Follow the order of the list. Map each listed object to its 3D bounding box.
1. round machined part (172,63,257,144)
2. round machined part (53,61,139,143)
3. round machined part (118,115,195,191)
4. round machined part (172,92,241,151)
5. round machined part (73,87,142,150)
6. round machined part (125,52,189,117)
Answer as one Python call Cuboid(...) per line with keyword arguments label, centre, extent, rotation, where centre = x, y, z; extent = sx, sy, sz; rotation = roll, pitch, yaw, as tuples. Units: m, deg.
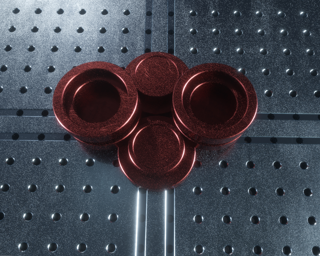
Cuboid(label="round machined part", centre=(0.064, -0.026, 0.378), extent=(0.099, 0.042, 0.098), rotation=(0, 70, 0))
Cuboid(label="round machined part", centre=(-0.075, -0.028, 0.378), extent=(0.099, 0.042, 0.098), rotation=(0, 70, 0))
Cuboid(label="round machined part", centre=(-0.004, 0.029, 0.392), extent=(0.099, 0.042, 0.098), rotation=(0, 70, 0))
Cuboid(label="round machined part", centre=(0.064, -0.017, 0.409), extent=(0.099, 0.042, 0.098), rotation=(0, 70, 0))
Cuboid(label="round machined part", centre=(-0.072, -0.017, 0.408), extent=(0.099, 0.042, 0.098), rotation=(0, 70, 0))
Cuboid(label="round machined part", centre=(-0.004, -0.064, 0.426), extent=(0.099, 0.042, 0.098), rotation=(0, 70, 0))
